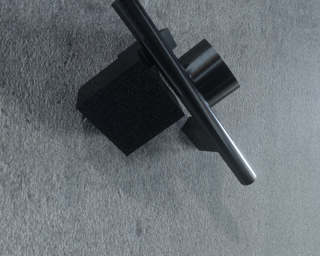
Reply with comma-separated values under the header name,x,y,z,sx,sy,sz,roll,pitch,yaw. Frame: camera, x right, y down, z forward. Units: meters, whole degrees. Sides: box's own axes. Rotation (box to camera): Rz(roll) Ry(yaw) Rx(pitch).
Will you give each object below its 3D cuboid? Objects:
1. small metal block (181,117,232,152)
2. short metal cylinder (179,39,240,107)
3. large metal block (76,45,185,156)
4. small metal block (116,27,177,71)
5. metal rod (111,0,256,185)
name,x,y,z,sx,sy,sz,roll,pitch,yaw
small metal block,0.067,0.009,0.445,0.050,0.050,0.025,48,61,-30
short metal cylinder,0.063,-0.072,0.417,0.050,0.080,0.080,-37,121,12
large metal block,-0.032,-0.029,0.341,0.080,0.050,0.080,-36,121,10
small metal block,-0.016,-0.094,0.378,0.050,0.050,0.025,-46,118,-30
metal rod,0.045,-0.029,0.381,0.300,0.025,0.025,51,60,-28
